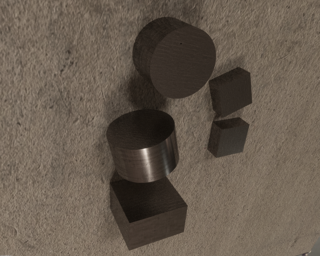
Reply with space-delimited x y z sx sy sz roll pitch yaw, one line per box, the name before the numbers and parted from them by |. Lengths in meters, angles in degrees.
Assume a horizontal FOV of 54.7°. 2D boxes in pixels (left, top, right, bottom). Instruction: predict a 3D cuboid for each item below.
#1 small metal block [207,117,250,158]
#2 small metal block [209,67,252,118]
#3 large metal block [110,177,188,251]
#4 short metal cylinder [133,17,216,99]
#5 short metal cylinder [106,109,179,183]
small metal block | 0.104 0.014 0.475 0.050 0.025 0.050 -9 123 -24
small metal block | 0.099 -0.050 0.432 0.050 0.025 0.050 -26 128 -13
large metal block | -0.019 0.110 0.431 0.081 0.080 0.050 -10 123 -23
short metal cylinder | 0.016 -0.080 0.351 0.081 0.050 0.079 -14 125 -21
short metal cylinder | -0.019 0.020 0.374 0.081 0.080 0.050 -21 127 -16
